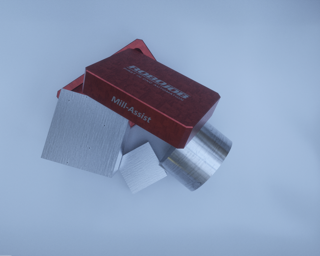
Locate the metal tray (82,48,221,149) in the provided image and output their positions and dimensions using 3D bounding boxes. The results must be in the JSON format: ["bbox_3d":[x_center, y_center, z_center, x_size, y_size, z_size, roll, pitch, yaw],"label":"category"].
[{"bbox_3d":[-0.008,-0.039,0.348,0.130,0.090,0.030,30,128,14],"label":"metal tray"}]

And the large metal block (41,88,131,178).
[{"bbox_3d":[-0.081,0.006,0.364,0.080,0.050,0.080,16,90,-1],"label":"large metal block"}]

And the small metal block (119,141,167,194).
[{"bbox_3d":[-0.025,0.051,0.410,0.050,0.025,0.050,-29,90,-1],"label":"small metal block"}]

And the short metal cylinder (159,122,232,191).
[{"bbox_3d":[0.043,0.031,0.384,0.050,0.080,0.080,39,90,-1],"label":"short metal cylinder"}]

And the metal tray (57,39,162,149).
[{"bbox_3d":[-0.054,-0.043,0.406,0.130,0.030,0.090,-34,90,-1],"label":"metal tray"}]
